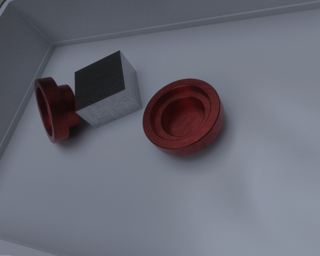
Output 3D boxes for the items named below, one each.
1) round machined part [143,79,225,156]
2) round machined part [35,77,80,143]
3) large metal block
[{"bbox_3d":[0.032,-0.010,0.383,0.098,0.042,0.098,-13,56,20],"label":"round machined part"},{"bbox_3d":[-0.153,-0.029,0.467,0.042,0.097,0.098,-17,45,-28],"label":"round machined part"},{"bbox_3d":[-0.078,-0.057,0.464,0.080,0.050,0.080,-22,54,14],"label":"large metal block"}]
